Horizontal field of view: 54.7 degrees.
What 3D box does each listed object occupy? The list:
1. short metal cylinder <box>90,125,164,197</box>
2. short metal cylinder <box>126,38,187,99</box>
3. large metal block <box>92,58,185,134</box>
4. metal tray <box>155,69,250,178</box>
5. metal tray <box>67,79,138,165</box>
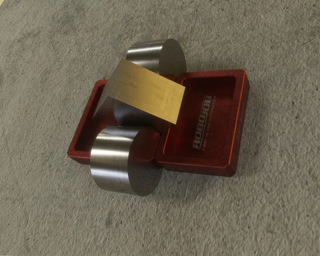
[{"bbox_3d":[-0.036,0.037,0.366,0.050,0.080,0.080,2,63,29],"label":"short metal cylinder"},{"bbox_3d":[-0.004,-0.078,0.420,0.050,0.080,0.080,2,63,29],"label":"short metal cylinder"},{"bbox_3d":[-0.028,-0.030,0.377,0.080,0.080,0.050,-35,36,61],"label":"large metal block"},{"bbox_3d":[0.054,-0.009,0.380,0.090,0.030,0.130,2,62,29],"label":"metal tray"},{"bbox_3d":[-0.070,-0.010,0.445,0.090,0.030,0.130,2,62,29],"label":"metal tray"}]
